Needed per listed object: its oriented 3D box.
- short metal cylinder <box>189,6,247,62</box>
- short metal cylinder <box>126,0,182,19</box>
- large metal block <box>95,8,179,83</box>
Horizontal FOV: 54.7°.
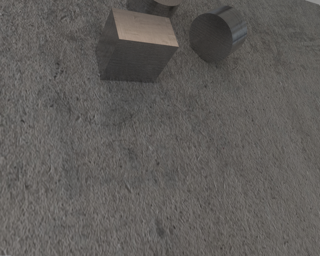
[{"bbox_3d":[0.096,-0.157,0.516,0.080,0.080,0.050,48,51,5],"label":"short metal cylinder"},{"bbox_3d":[-0.010,-0.212,0.512,0.081,0.050,0.080,14,56,-21],"label":"short metal cylinder"},{"bbox_3d":[-0.034,-0.106,0.415,0.081,0.080,0.050,-1,62,-29],"label":"large metal block"}]
